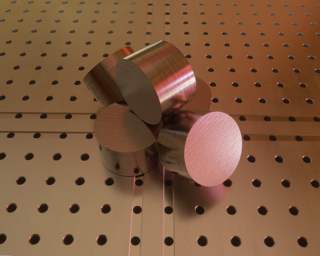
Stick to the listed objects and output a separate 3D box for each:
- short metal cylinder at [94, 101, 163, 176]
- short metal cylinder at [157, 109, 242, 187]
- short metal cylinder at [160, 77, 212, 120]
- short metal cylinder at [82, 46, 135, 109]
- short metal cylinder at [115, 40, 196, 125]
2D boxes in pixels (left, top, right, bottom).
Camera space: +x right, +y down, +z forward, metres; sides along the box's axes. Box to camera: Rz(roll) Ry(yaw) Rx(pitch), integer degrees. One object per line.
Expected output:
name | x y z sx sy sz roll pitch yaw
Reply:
short metal cylinder | -0.037 0.012 0.380 0.081 0.050 0.080 0 50 0
short metal cylinder | 0.044 0.020 0.346 0.080 0.080 0.050 -33 22 -25
short metal cylinder | 0.026 -0.028 0.415 0.081 0.050 0.080 0 50 0
short metal cylinder | -0.055 -0.065 0.417 0.080 0.080 0.050 -39 94 -28
short metal cylinder | -0.006 -0.051 0.348 0.050 0.080 0.080 -34 58 -25
